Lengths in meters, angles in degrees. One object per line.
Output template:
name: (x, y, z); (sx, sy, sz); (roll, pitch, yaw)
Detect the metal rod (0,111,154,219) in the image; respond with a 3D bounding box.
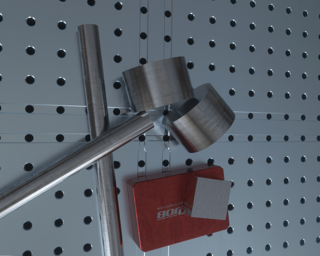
metal rod: (-0.140, 0.065, 0.343); (0.301, 0.025, 0.025); (-31, 101, -11)

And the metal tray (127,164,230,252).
metal tray: (0.027, 0.104, 0.421); (0.131, 0.030, 0.089); (-8, 93, -20)

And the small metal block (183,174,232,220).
small metal block: (0.062, 0.090, 0.404); (0.050, 0.025, 0.050); (11, 86, -20)

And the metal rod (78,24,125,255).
metal rod: (-0.073, 0.024, 0.386); (0.025, 0.025, 0.298); (-7, 93, -20)

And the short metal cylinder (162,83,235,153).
short metal cylinder: (0.049, -0.013, 0.403); (0.080, 0.080, 0.050); (-45, 105, -14)

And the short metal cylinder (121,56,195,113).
short metal cylinder: (-0.002, -0.053, 0.384); (0.081, 0.080, 0.050); (-17, 96, -20)
